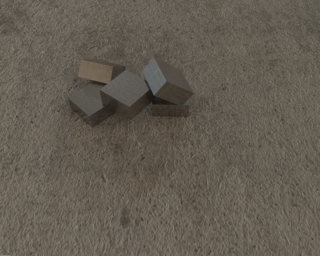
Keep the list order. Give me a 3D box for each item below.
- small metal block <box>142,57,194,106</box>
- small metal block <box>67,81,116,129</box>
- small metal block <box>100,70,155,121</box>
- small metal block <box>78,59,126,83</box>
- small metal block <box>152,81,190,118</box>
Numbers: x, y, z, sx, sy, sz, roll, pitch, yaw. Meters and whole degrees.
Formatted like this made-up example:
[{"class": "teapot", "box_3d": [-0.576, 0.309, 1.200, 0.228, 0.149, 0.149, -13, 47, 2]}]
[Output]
[{"class": "small metal block", "box_3d": [0.010, -0.061, 0.407, 0.050, 0.025, 0.050, 17, 37, -41]}, {"class": "small metal block", "box_3d": [-0.091, -0.034, 0.432, 0.050, 0.025, 0.050, 38, 59, 27]}, {"class": "small metal block", "box_3d": [-0.042, -0.044, 0.407, 0.050, 0.025, 0.050, 31, 56, 23]}, {"class": "small metal block", "box_3d": [-0.085, -0.084, 0.459, 0.050, 0.025, 0.050, 15, 15, 11]}, {"class": "small metal block", "box_3d": [0.015, -0.042, 0.440, 0.050, 0.025, 0.050, 2, 50, 1]}]
